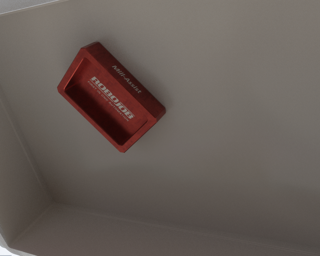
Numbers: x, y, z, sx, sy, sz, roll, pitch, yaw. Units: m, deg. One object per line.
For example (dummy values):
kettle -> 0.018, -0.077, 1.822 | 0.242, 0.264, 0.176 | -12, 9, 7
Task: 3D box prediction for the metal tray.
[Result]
metal tray -> -0.067, -0.038, 0.417 | 0.130, 0.030, 0.090 | 45, 129, -3
